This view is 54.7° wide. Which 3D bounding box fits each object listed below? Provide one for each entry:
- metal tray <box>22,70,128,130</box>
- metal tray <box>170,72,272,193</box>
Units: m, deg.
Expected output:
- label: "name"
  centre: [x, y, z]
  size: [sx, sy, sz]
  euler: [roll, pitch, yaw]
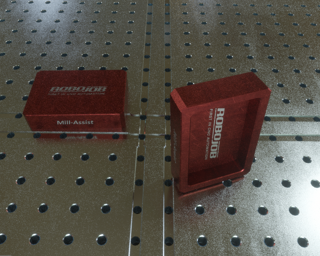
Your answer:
- label: "metal tray"
  centre: [-0.113, -0.042, 0.438]
  size: [0.131, 0.030, 0.090]
  euler: [-1, 50, -1]
- label: "metal tray"
  centre: [0.059, 0.010, 0.330]
  size: [0.091, 0.129, 0.030]
  euler: [-14, 45, -12]
